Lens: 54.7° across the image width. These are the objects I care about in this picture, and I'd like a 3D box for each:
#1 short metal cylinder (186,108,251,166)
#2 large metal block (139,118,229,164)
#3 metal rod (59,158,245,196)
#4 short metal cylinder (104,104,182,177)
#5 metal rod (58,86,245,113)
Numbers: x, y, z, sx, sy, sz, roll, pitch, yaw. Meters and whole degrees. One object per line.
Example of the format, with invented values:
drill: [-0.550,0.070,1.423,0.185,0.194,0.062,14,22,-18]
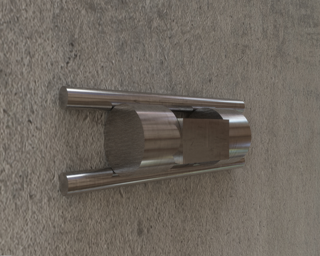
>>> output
short metal cylinder: [0.080,0.012,0.436,0.050,0.080,0.079,-1,91,-40]
large metal block: [0.030,0.014,0.392,0.081,0.080,0.050,0,90,-40]
metal rod: [0.015,0.057,0.419,0.302,0.025,0.025,-1,91,-40]
short metal cylinder: [-0.022,0.013,0.352,0.050,0.080,0.079,-1,91,-40]
metal rod: [0.015,-0.033,0.419,0.302,0.025,0.025,-1,91,-40]
